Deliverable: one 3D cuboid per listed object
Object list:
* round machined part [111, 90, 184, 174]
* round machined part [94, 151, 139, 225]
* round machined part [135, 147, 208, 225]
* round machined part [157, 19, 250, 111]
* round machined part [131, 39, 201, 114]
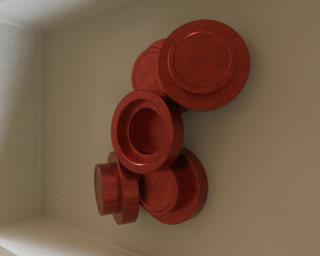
[{"bbox_3d":[-0.011,0.004,0.372,0.098,0.042,0.097,0,90,39],"label":"round machined part"},{"bbox_3d":[-0.062,0.080,0.415,0.098,0.042,0.097,177,90,-69],"label":"round machined part"},{"bbox_3d":[0.007,0.072,0.386,0.098,0.042,0.097,0,90,39],"label":"round machined part"},{"bbox_3d":[0.045,-0.068,0.328,0.098,0.042,0.097,0,87,9],"label":"round machined part"},{"bbox_3d":[0.002,-0.064,0.390,0.098,0.042,0.097,0,90,39],"label":"round machined part"}]
